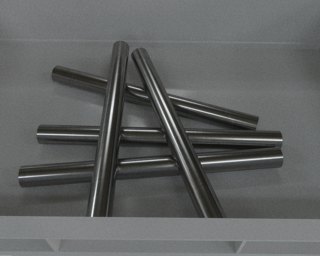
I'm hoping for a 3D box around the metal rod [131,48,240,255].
[{"bbox_3d":[0.015,0.000,0.370,0.025,0.025,0.299,-14,51,-12],"label":"metal rod"}]

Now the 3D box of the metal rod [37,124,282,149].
[{"bbox_3d":[-0.001,0.012,0.392,0.302,0.025,0.025,2,50,1],"label":"metal rod"}]

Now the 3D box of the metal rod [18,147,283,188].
[{"bbox_3d":[-0.007,0.046,0.365,0.302,0.025,0.025,-4,50,-4],"label":"metal rod"}]

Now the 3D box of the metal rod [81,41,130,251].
[{"bbox_3d":[-0.059,-0.008,0.376,0.025,0.025,0.300,0,50,0],"label":"metal rod"}]

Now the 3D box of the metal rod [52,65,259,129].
[{"bbox_3d":[-0.015,-0.043,0.438,0.301,0.025,0.025,16,52,12],"label":"metal rod"}]
